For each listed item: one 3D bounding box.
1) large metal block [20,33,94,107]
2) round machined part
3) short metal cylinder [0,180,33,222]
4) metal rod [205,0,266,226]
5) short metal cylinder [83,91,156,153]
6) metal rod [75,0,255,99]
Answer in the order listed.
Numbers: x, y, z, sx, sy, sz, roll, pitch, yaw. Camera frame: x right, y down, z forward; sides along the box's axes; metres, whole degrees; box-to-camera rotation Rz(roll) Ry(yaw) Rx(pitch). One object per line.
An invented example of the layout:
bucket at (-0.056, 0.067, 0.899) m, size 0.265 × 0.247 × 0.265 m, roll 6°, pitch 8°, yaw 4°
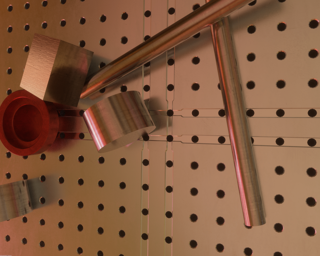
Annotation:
large metal block at (-0.147, -0.082, 0.436) m, size 0.080 × 0.050 × 0.080 m, roll 25°, pitch 99°, yaw 42°
round machined part at (-0.194, -0.008, 0.472) m, size 0.098 × 0.042 × 0.097 m, roll 0°, pitch 90°, yaw 20°
short metal cylinder at (-0.239, 0.113, 0.468) m, size 0.080 × 0.080 × 0.050 m, roll -16°, pitch 85°, yaw 19°
metal rod at (0.090, -0.033, 0.380) m, size 0.025 × 0.025 × 0.298 m, roll -11°, pitch 87°, yaw 20°
short metal cylinder at (-0.052, -0.007, 0.402) m, size 0.080 × 0.080 × 0.050 m, roll -28°, pitch 81°, yaw 18°
metal rod at (0.007, -0.111, 0.391) m, size 0.300 × 0.025 × 0.025 m, roll -25°, pitch 82°, yaw 25°
